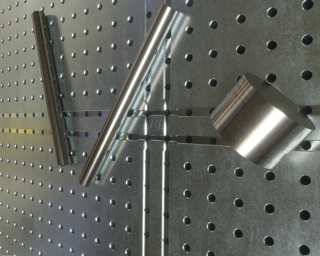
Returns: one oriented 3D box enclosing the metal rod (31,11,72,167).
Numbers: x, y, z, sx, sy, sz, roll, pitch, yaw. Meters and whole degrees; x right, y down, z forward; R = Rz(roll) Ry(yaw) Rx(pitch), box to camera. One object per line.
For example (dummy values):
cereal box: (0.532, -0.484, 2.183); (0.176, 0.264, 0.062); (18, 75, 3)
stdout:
metal rod: (-0.202, -0.077, 0.572); (0.025, 0.025, 0.299); (-22, 76, 37)

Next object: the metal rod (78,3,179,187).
metal rod: (-0.054, -0.033, 0.451); (0.025, 0.025, 0.298); (43, 115, 31)

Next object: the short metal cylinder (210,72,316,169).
short metal cylinder: (0.096, -0.008, 0.294); (0.080, 0.081, 0.050); (51, 120, 27)
